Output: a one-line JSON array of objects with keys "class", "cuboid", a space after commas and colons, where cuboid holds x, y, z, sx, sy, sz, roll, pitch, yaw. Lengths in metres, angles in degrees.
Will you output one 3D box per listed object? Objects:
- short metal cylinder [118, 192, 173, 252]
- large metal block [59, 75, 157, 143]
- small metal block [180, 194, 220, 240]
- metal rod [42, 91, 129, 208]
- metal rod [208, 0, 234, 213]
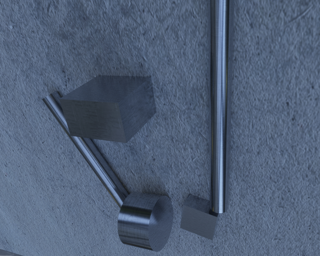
[{"class": "short metal cylinder", "cuboid": [-0.020, 0.139, 0.466, 0.050, 0.080, 0.079, 2, 119, 27]}, {"class": "large metal block", "cuboid": [-0.061, -0.027, 0.385, 0.080, 0.080, 0.050, 6, 121, 25]}, {"class": "small metal block", "cuboid": [0.060, 0.131, 0.455, 0.050, 0.025, 0.050, 16, 125, 18]}, {"class": "metal rod", "cuboid": [-0.088, 0.074, 0.496, 0.025, 0.025, 0.299, -22, 107, 36]}, {"class": "metal rod", "cuboid": [0.069, -0.020, 0.357, 0.025, 0.025, 0.298, 8, 122, 23]}]
